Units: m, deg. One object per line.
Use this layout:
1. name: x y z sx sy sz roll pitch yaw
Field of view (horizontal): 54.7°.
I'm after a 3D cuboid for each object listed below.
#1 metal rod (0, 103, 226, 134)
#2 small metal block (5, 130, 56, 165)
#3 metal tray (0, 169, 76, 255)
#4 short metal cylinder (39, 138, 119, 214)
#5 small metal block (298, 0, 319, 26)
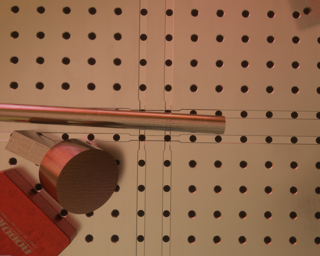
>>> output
1. metal rod: -0.066 -0.012 0.412 0.302 0.025 0.025 3 90 -1
2. small metal block: -0.160 0.025 0.399 0.050 0.050 0.025 26 90 -1
3. metal tray: -0.189 0.130 0.409 0.090 0.030 0.130 -45 91 0
4. short metal cylinder: -0.098 0.057 0.379 0.081 0.050 0.079 -14 112 -39
5. small metal block: 0.219 -0.173 0.416 0.050 0.025 0.050 -19 90 -1
